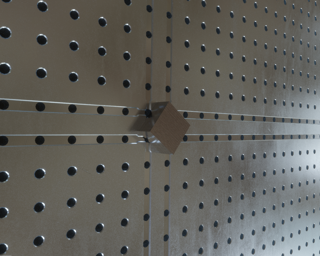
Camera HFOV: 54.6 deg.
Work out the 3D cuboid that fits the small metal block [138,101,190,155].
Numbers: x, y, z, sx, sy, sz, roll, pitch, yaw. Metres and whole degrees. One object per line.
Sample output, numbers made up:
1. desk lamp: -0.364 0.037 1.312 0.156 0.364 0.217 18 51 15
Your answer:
1. small metal block: 0.007 0.000 0.414 0.050 0.025 0.050 46 63 -31
